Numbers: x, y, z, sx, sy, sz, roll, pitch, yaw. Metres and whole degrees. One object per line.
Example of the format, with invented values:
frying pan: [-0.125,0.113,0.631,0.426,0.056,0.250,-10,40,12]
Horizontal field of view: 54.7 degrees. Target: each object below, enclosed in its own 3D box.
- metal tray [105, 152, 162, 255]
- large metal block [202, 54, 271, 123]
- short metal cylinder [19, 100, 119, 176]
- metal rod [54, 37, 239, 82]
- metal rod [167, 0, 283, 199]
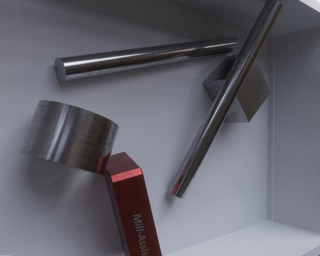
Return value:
metal tray: [-0.031,0.098,0.337,0.030,0.090,0.129,-15,101,-15]
large metal block: [0.125,-0.065,0.498,0.080,0.050,0.080,-47,118,-30]
short metal cylinder: [-0.086,0.012,0.300,0.080,0.080,0.050,25,74,-38]
metal rod: [0.008,-0.099,0.415,0.302,0.025,0.025,-19,102,-39]
metal rod: [0.091,-0.040,0.431,0.025,0.025,0.299,29,89,-37]
